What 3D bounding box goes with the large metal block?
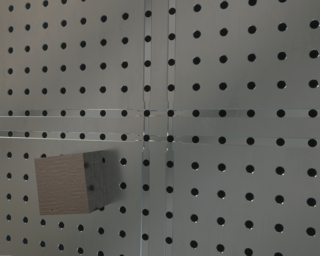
[{"bbox_3d":[-0.126,0.078,0.445,0.080,0.050,0.080,-8,87,20],"label":"large metal block"}]
